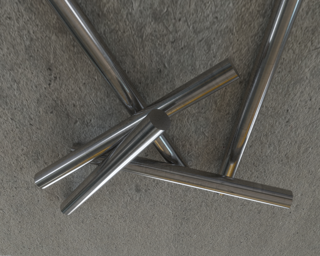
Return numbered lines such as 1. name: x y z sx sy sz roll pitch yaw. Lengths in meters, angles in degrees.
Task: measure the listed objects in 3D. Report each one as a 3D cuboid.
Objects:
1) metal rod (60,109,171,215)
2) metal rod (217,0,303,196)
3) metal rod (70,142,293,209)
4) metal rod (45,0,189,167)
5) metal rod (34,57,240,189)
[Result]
1. metal rod: -0.078 0.063 0.415 0.025 0.025 0.299 26 139 -20
2. metal rod: 0.112 -0.016 0.393 0.025 0.025 0.298 4 130 -4
3. metal rod: 0.026 0.064 0.425 0.302 0.025 0.025 12 130 4
4. metal rod: -0.032 -0.031 0.380 0.025 0.025 0.300 -22 127 17
5. metal rod: -0.044 0.005 0.377 0.300 0.025 0.025 -29 124 22
